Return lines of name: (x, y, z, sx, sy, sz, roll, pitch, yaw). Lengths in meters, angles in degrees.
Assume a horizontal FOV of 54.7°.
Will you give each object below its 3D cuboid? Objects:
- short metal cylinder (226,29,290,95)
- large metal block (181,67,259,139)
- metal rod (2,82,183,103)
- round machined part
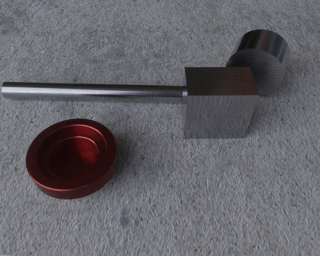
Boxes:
short metal cylinder: (0.141, -0.094, 0.448, 0.080, 0.080, 0.050, 19, 53, 15)
large metal block: (0.071, -0.030, 0.394, 0.081, 0.080, 0.050, -1, 50, -1)
metal rod: (-0.070, -0.051, 0.444, 0.302, 0.025, 0.025, 1, 50, 0)
round machined part: (-0.098, 0.039, 0.358, 0.099, 0.042, 0.098, 0, 50, 0)
